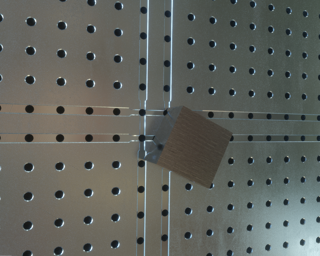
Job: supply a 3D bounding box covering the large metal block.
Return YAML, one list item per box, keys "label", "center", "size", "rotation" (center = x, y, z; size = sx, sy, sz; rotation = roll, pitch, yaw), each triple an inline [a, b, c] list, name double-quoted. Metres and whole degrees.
- label: "large metal block"
  center: [0.038, 0.025, 0.414]
  size: [0.080, 0.050, 0.080]
  rotation: [27, 81, -18]
